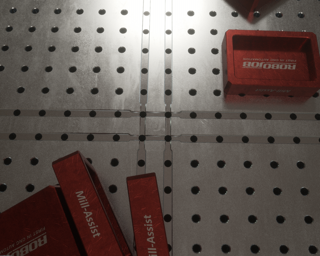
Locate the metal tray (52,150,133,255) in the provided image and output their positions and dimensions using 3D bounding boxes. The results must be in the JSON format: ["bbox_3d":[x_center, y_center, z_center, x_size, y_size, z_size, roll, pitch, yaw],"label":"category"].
[{"bbox_3d":[-0.070,0.097,0.340,0.030,0.090,0.130,-25,72,-9],"label":"metal tray"}]

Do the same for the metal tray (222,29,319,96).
[{"bbox_3d":[0.158,-0.094,0.445,0.131,0.030,0.090,2,70,0],"label":"metal tray"}]

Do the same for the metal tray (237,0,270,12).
[{"bbox_3d":[0.169,-0.258,0.506,0.131,0.030,0.090,-38,75,-13],"label":"metal tray"}]

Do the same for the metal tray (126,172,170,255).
[{"bbox_3d":[-0.009,0.121,0.332,0.030,0.090,0.129,-9,70,-4],"label":"metal tray"}]

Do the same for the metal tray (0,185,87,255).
[{"bbox_3d":[-0.146,0.131,0.339,0.130,0.030,0.090,-30,72,8],"label":"metal tray"}]
